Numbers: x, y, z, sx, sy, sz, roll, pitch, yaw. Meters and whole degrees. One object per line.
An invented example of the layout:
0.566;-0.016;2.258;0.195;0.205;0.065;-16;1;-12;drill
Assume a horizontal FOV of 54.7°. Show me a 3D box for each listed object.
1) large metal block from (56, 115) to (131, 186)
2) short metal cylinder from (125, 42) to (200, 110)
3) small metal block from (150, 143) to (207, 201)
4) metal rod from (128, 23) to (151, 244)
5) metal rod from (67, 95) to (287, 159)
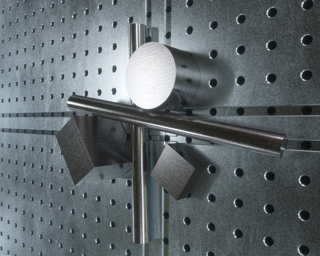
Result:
-0.089;0.030;0.443;0.050;0.081;0.080;-42;65;32;large metal block
0.003;-0.063;0.389;0.080;0.050;0.079;0;90;39;short metal cylinder
0.022;0.054;0.390;0.050;0.025;0.050;40;114;32;small metal block
-0.028;0.007;0.431;0.025;0.025;0.298;-2;89;39;metal rod
-0.003;-0.010;0.385;0.300;0.025;0.025;13;98;31;metal rod
